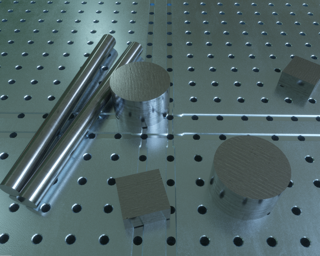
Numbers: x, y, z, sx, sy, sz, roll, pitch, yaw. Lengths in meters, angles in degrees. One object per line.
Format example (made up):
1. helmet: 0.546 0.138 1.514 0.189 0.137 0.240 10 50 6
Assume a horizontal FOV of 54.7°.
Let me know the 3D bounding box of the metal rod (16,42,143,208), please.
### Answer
1. metal rod: -0.093 -0.027 0.428 0.025 0.025 0.301 16 52 13

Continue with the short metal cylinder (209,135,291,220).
1. short metal cylinder: 0.097 0.055 0.346 0.081 0.050 0.080 0 50 0

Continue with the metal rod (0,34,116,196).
1. metal rod: -0.128 -0.040 0.440 0.025 0.025 0.300 12 51 10

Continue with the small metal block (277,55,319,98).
1. small metal block: 0.219 -0.080 0.476 0.050 0.025 0.050 31 56 23

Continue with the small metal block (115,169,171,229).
1. small metal block: -0.019 0.078 0.342 0.050 0.025 0.050 -11 51 -10

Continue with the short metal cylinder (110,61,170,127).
1. short metal cylinder: -0.026 -0.048 0.431 0.081 0.050 0.080 0 50 0
